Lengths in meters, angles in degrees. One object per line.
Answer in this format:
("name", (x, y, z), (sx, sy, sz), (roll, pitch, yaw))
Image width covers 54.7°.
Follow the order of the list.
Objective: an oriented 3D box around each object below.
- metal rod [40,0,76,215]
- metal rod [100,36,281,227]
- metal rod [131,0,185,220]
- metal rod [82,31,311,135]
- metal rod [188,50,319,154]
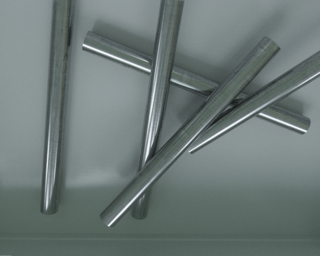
("metal rod", (-0.135, -0.018, 0.402), (0.025, 0.025, 0.298), (10, 110, -4))
("metal rod", (0.030, 0.012, 0.382), (0.025, 0.025, 0.299), (40, 100, -14))
("metal rod", (-0.009, -0.004, 0.390), (0.025, 0.025, 0.298), (8, 117, -3))
("metal rod", (0.052, -0.054, 0.392), (0.302, 0.025, 0.025), (20, 109, -8))
("metal rod", (0.153, -0.055, 0.355), (0.300, 0.025, 0.025), (-34, 107, 20))
